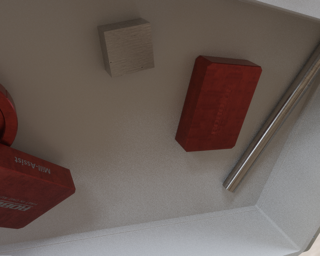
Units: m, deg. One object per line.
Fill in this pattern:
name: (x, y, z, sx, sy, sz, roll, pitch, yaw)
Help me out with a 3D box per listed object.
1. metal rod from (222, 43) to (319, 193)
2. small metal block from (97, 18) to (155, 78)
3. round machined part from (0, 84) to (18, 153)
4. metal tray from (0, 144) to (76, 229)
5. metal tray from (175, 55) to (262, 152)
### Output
metal rod: (0.194, -0.019, 0.505, 0.025, 0.025, 0.298, 20, 108, -36)
small metal block: (-0.036, -0.087, 0.336, 0.050, 0.025, 0.050, -18, 126, -19)
round machined part: (-0.188, -0.012, 0.288, 0.099, 0.042, 0.097, -14, 125, -21)
metal tray: (-0.165, 0.063, 0.320, 0.090, 0.030, 0.130, -34, 148, 9)
metal tray: (0.080, -0.031, 0.432, 0.091, 0.030, 0.129, -2, 119, -28)
